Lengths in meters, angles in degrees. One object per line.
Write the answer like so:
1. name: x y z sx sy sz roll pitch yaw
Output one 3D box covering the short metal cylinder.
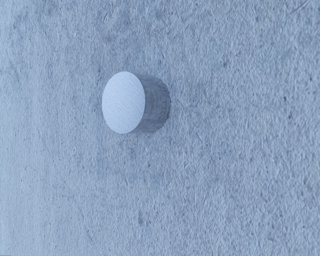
1. short metal cylinder: -0.032 -0.033 0.417 0.080 0.050 0.080 0 90 40
